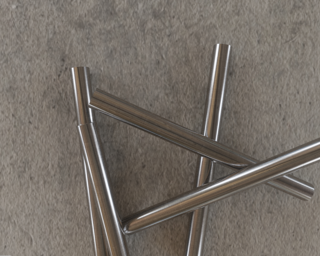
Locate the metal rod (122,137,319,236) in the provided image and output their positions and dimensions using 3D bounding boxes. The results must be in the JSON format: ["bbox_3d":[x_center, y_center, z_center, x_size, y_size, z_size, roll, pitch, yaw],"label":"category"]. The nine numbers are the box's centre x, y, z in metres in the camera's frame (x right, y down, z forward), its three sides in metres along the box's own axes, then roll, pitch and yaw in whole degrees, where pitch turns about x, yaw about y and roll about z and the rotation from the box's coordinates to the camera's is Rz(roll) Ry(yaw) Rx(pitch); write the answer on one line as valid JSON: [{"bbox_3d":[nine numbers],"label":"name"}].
[{"bbox_3d":[0.088,0.068,0.375,0.300,0.025,0.025,-25,91,14],"label":"metal rod"}]

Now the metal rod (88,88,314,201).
[{"bbox_3d":[0.058,0.025,0.383,0.302,0.025,0.025,24,90,-10],"label":"metal rod"}]

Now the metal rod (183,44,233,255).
[{"bbox_3d":[0.062,0.040,0.410,0.025,0.025,0.298,8,90,-1],"label":"metal rod"}]

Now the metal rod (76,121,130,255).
[{"bbox_3d":[-0.057,0.139,0.393,0.025,0.025,0.298,-13,97,0],"label":"metal rod"}]

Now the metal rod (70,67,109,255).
[{"bbox_3d":[-0.087,0.070,0.408,0.025,0.025,0.298,-7,90,0],"label":"metal rod"}]
